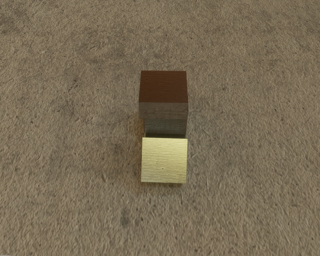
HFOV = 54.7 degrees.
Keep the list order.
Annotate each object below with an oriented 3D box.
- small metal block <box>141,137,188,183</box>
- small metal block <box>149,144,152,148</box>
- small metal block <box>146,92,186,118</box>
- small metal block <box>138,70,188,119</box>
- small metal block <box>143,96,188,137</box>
[{"bbox_3d":[0.005,0.036,0.358,0.050,0.025,0.050,2,91,1],"label":"small metal block"},{"bbox_3d":[0.006,0.011,0.396,0.050,0.025,0.050,2,50,1],"label":"small metal block"},{"bbox_3d":[0.009,-0.032,0.416,0.050,0.025,0.050,2,14,1],"label":"small metal block"},{"bbox_3d":[0.004,-0.037,0.338,0.050,0.025,0.050,1,50,0],"label":"small metal block"},{"bbox_3d":[0.006,-0.013,0.366,0.050,0.050,0.025,2,50,1],"label":"small metal block"}]
